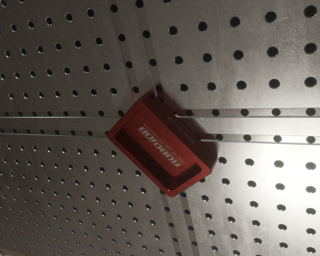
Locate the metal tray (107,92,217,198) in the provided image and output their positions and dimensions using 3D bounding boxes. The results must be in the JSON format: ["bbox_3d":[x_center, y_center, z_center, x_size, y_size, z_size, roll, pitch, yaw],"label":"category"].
[{"bbox_3d":[0.001,0.026,0.422,0.130,0.030,0.090,45,129,-4],"label":"metal tray"}]
